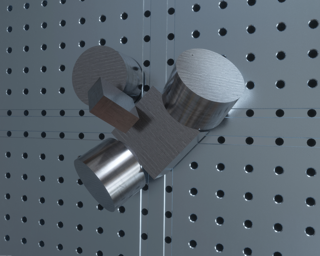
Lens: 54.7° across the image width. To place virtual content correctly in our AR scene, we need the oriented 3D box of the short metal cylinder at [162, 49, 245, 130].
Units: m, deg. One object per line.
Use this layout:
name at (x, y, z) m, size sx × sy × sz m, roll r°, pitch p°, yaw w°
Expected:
short metal cylinder at (0.048, -0.045, 0.355) m, size 0.080 × 0.081 × 0.050 m, roll 45°, pitch 142°, yaw 14°

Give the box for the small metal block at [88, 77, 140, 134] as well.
small metal block at (-0.055, -0.027, 0.362) m, size 0.025 × 0.050 × 0.050 m, roll -47°, pitch 32°, yaw 16°

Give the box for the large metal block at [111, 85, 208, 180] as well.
large metal block at (0.001, 0.005, 0.393) m, size 0.080 × 0.050 × 0.080 m, roll 46°, pitch 104°, yaw 14°

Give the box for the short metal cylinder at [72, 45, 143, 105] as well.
short metal cylinder at (-0.070, -0.066, 0.420) m, size 0.080 × 0.050 × 0.079 m, roll 0°, pitch 90°, yaw 20°

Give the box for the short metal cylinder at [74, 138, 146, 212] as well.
short metal cylinder at (-0.064, 0.059, 0.396) m, size 0.080 × 0.050 × 0.080 m, roll 35°, pitch 145°, yaw 29°
